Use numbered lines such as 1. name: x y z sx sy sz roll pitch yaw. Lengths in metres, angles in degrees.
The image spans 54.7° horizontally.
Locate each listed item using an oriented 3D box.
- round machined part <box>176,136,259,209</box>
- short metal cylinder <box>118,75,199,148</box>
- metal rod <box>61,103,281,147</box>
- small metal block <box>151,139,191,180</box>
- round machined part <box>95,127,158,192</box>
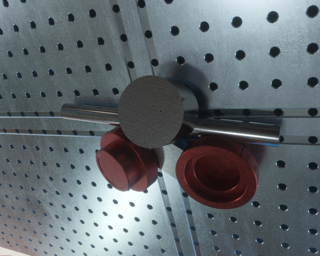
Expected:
1. round machined part: 0.073 0.050 0.385 0.098 0.042 0.097 12 125 17
2. short metal cylinder: -0.001 -0.019 0.360 0.080 0.050 0.079 1 94 25
3. metal rod: -0.004 -0.008 0.403 0.301 0.025 0.025 7 122 24
4. small metal block: 0.016 0.034 0.419 0.050 0.025 0.050 32 129 7
5. round machined part: -0.053 0.050 0.437 0.098 0.042 0.097 29 137 31
